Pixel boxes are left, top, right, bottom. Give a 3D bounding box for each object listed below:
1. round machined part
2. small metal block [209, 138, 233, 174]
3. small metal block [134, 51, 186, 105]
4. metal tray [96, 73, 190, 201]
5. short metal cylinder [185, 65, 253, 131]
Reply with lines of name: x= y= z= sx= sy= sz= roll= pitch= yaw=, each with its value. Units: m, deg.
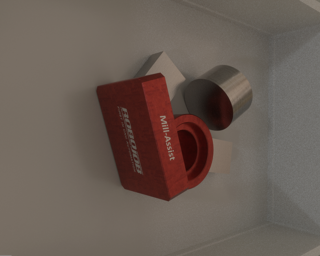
round machined part: x=0.023 y=0.030 z=0.413 sx=0.099 sy=0.042 sz=0.097 roll=0 pitch=90 yaw=-40
small metal block: x=0.084 y=0.043 z=0.477 sx=0.050 sy=0.025 sz=0.050 roll=12 pitch=82 yaw=-38
small metal block: x=-0.001 y=-0.063 z=0.406 sx=0.050 sy=0.025 sz=0.050 roll=47 pitch=62 yaw=-28
metal tray: x=-0.021 y=0.010 z=0.346 sx=0.030 sy=0.090 sz=0.129 roll=-22 pitch=104 yaw=-38
short metal cylinder: x=0.083 y=-0.043 z=0.440 sx=0.050 sy=0.080 sz=0.080 roll=-36 pitch=113 yaw=-34
